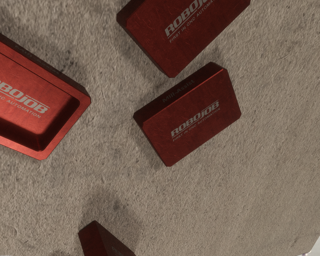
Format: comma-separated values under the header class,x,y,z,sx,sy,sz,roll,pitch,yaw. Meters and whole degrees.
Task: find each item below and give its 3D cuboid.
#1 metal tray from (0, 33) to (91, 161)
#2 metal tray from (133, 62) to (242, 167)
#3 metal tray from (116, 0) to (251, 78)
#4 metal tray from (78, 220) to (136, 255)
class,x,y,z,sx,sy,sz,roll,pitch,yaw
metal tray,-0.147,-0.031,0.304,0.130,0.030,0.090,34,99,-39
metal tray,0.041,-0.017,0.417,0.130,0.030,0.090,-35,129,-6
metal tray,0.029,-0.131,0.340,0.130,0.030,0.090,-44,130,2
metal tray,-0.063,0.205,0.458,0.030,0.090,0.130,-36,130,-5
